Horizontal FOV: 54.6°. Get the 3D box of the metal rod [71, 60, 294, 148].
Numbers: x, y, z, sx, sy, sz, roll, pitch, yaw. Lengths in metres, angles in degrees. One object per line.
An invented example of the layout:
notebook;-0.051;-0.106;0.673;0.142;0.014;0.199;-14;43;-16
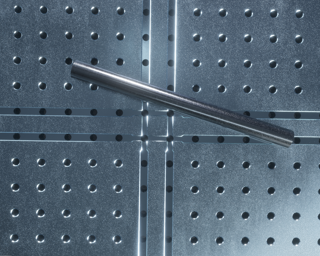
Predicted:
metal rod;0.030;-0.032;0.413;0.301;0.025;0.025;18;90;0
